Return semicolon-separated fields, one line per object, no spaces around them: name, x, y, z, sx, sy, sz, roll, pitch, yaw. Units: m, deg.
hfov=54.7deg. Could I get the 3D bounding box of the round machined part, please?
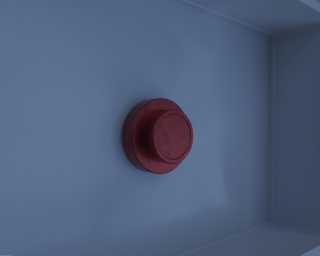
round machined part;0.005;0.010;0.397;0.099;0.042;0.097;0;90;-40
